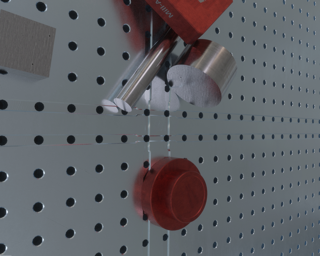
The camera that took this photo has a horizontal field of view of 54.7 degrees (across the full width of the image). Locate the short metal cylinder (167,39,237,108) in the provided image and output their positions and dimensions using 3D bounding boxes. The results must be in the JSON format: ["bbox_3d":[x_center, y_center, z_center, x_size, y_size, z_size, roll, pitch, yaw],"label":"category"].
[{"bbox_3d":[0.057,-0.073,0.421,0.080,0.080,0.050,48,62,-30],"label":"short metal cylinder"}]

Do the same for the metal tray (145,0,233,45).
[{"bbox_3d":[0.023,-0.183,0.398,0.130,0.030,0.090,44,62,-10],"label":"metal tray"}]

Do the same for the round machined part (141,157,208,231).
[{"bbox_3d":[0.026,0.090,0.420,0.099,0.042,0.097,0,90,-40],"label":"round machined part"}]

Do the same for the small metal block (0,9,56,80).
[{"bbox_3d":[-0.133,-0.077,0.298,0.050,0.025,0.050,10,83,-40],"label":"small metal block"}]

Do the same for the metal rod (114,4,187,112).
[{"bbox_3d":[0.028,-0.144,0.431,0.025,0.025,0.300,47,62,-30],"label":"metal rod"}]
